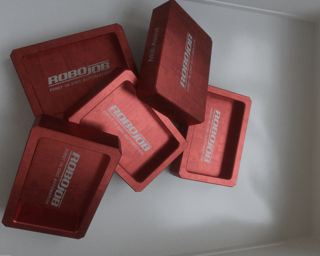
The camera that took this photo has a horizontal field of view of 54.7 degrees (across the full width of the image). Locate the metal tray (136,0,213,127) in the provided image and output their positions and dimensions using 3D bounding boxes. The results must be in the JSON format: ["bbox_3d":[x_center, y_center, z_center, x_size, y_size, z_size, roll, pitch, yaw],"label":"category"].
[{"bbox_3d":[0.023,-0.077,0.379,0.090,0.030,0.130,31,59,-41],"label":"metal tray"}]

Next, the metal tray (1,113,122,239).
[{"bbox_3d":[-0.106,0.058,0.336,0.091,0.030,0.129,18,112,-20],"label":"metal tray"}]

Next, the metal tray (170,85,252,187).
[{"bbox_3d":[0.072,0.011,0.434,0.091,0.030,0.129,13,85,-20],"label":"metal tray"}]

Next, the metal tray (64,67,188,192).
[{"bbox_3d":[-0.036,0.004,0.371,0.090,0.030,0.130,-43,119,-8],"label":"metal tray"}]

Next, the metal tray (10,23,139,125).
[{"bbox_3d":[-0.095,-0.063,0.371,0.131,0.030,0.090,-22,98,-19],"label":"metal tray"}]
